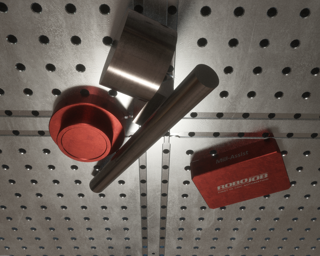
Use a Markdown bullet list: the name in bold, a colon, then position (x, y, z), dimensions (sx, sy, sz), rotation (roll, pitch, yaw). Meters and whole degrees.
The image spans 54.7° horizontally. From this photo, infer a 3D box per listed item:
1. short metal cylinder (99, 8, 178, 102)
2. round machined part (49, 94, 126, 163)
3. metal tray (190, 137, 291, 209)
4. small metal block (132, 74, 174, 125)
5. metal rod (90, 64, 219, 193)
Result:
- **short metal cylinder**: position (-0.023, -0.072, 0.314), dimensions (0.050, 0.080, 0.079), rotation (20, 127, -17)
- **round machined part**: position (-0.095, 0.007, 0.405), dimensions (0.099, 0.042, 0.097), rotation (-1, 130, 0)
- **metal tray**: position (0.122, 0.073, 0.472), dimensions (0.130, 0.030, 0.090), rotation (-20, 128, 15)
- **small metal block**: position (-0.008, -0.034, 0.366), dimensions (0.025, 0.050, 0.050), rotation (26, 125, -21)
- **metal rod**: position (-0.030, 0.023, 0.376), dimensions (0.025, 0.025, 0.298), rotation (23, 143, -19)
